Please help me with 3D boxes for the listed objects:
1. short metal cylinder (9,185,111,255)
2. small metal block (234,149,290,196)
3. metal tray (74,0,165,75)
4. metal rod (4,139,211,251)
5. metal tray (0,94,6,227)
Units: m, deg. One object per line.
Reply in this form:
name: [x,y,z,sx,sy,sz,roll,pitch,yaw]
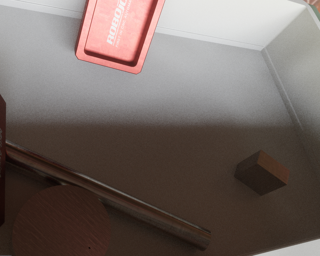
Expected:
short metal cylinder: [-0.091,0.098,0.281,0.081,0.050,0.080,14,56,-21]
small metal block: [0.140,0.063,0.429,0.050,0.050,0.025,35,51,-5]
metal tray: [-0.051,-0.143,0.402,0.091,0.129,0.030,11,25,-23]
metal rod: [-0.080,0.062,0.325,0.301,0.025,0.025,27,52,-12]
metal tray: [-0.187,0.027,0.268,0.091,0.030,0.130,-8,64,-11]
